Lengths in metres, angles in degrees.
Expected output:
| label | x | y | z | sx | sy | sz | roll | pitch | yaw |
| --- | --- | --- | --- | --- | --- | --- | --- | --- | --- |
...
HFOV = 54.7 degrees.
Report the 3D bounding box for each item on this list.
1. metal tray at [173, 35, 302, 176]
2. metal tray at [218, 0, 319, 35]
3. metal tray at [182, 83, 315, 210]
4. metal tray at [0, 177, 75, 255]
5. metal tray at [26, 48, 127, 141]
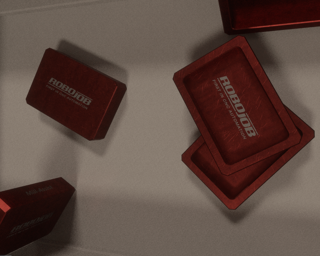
| label | x | y | z | sx | sy | sz | roll | pitch | yaw |
| --- | --- | --- | --- | --- | --- | --- | --- | --- | --- |
| metal tray | 0.083 | -0.024 | 0.345 | 0.090 | 0.030 | 0.130 | -29 | 81 | 17 |
| metal tray | 0.130 | -0.145 | 0.327 | 0.130 | 0.090 | 0.030 | 0 | 65 | 19 |
| metal tray | 0.102 | 0.022 | 0.371 | 0.090 | 0.030 | 0.130 | 46 | 104 | 14 |
| metal tray | -0.182 | 0.120 | 0.417 | 0.030 | 0.130 | 0.090 | 35 | 101 | 16 |
| metal tray | -0.124 | -0.049 | 0.450 | 0.130 | 0.030 | 0.090 | 28 | 99 | 17 |
